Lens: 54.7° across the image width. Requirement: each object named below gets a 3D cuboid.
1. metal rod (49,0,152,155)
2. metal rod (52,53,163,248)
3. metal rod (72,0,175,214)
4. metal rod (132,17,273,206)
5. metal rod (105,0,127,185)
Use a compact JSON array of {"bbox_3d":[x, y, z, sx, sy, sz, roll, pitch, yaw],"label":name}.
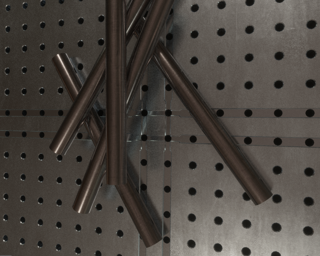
[{"bbox_3d":[-0.066,-0.094,0.406,0.025,0.025,0.299,35,101,16],"label":"metal rod"},{"bbox_3d":[-0.079,0.024,0.439,0.025,0.025,0.299,-32,80,17],"label":"metal rod"},{"bbox_3d":[-0.050,-0.027,0.401,0.025,0.025,0.298,25,98,18],"label":"metal rod"},{"bbox_3d":[0.041,-0.036,0.397,0.025,0.025,0.299,-37,79,16],"label":"metal rod"},{"bbox_3d":[-0.053,-0.082,0.374,0.025,0.025,0.298,0,90,19],"label":"metal rod"}]
